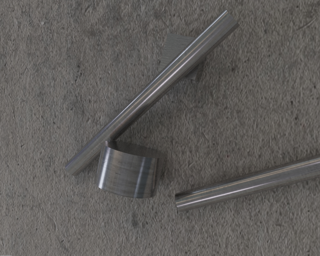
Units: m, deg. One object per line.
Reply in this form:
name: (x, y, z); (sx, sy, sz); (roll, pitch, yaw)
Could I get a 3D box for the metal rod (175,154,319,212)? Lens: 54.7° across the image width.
metal rod: (0.159, 0.049, 0.352); (0.300, 0.025, 0.025); (-19, 84, 18)

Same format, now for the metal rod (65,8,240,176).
metal rod: (-0.024, -0.031, 0.398); (0.299, 0.025, 0.025); (-41, 77, 22)

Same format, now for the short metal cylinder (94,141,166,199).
short metal cylinder: (-0.038, 0.051, 0.393); (0.080, 0.080, 0.050); (15, 95, 19)

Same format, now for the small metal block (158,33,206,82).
small metal block: (0.031, -0.090, 0.398); (0.050, 0.025, 0.050); (17, 96, 19)
